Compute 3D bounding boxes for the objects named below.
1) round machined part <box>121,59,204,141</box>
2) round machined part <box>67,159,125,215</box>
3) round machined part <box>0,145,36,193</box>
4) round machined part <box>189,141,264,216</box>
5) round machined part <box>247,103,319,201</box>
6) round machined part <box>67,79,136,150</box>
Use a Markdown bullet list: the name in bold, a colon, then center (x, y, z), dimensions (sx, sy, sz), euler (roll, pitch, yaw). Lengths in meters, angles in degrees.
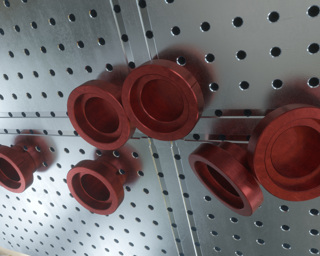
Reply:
- **round machined part**: center (0.006, -0.036, 0.375), dimensions (0.098, 0.042, 0.097), euler (13, 124, 21)
- **round machined part**: center (-0.101, 0.092, 0.511), dimensions (0.098, 0.042, 0.097), euler (13, 124, 21)
- **round machined part**: center (-0.281, 0.074, 0.595), dimensions (0.098, 0.042, 0.097), euler (13, 124, 21)
- **round machined part**: center (0.084, 0.054, 0.371), dimensions (0.098, 0.042, 0.098), euler (44, 163, 18)
- **round machined part**: center (0.139, 0.023, 0.322), dimensions (0.099, 0.042, 0.097), euler (-1, 103, -3)
- **round machined part**: center (-0.075, -0.021, 0.427), dimensions (0.098, 0.042, 0.097), euler (13, 124, 21)
